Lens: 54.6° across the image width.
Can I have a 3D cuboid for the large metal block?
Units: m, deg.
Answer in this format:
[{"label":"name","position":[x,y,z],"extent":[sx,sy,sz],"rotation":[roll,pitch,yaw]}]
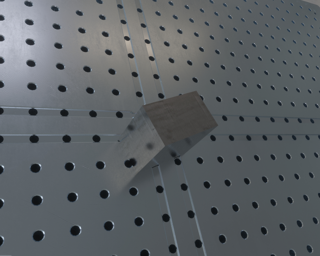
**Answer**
[{"label":"large metal block","position":[0.008,0.005,0.373],"extent":[0.081,0.080,0.050],"rotation":[-19,72,-35]}]
